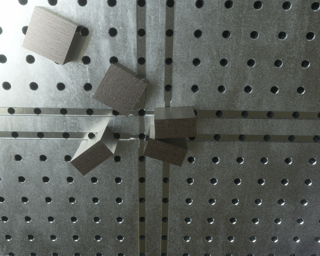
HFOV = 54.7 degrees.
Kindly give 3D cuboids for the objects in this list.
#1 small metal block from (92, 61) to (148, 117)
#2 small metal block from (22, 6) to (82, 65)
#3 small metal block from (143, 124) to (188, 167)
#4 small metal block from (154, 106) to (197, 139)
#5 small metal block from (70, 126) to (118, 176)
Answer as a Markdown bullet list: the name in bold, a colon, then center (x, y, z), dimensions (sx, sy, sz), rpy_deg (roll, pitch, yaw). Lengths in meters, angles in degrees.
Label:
- **small metal block**: center (-0.050, -0.050, 0.394), dimensions (0.050, 0.025, 0.050), rpy_deg (30, 107, -11)
- **small metal block**: center (-0.129, -0.111, 0.371), dimensions (0.050, 0.025, 0.050), rpy_deg (24, 108, -9)
- **small metal block**: center (0.007, 0.022, 0.408), dimensions (0.050, 0.050, 0.025), rpy_deg (18, 109, -7)
- **small metal block**: center (0.019, -0.008, 0.397), dimensions (0.050, 0.050, 0.025), rpy_deg (-3, 110, 0)
- **small metal block**: center (-0.085, 0.029, 0.410), dimensions (0.050, 0.050, 0.025), rpy_deg (-36, 107, 12)
